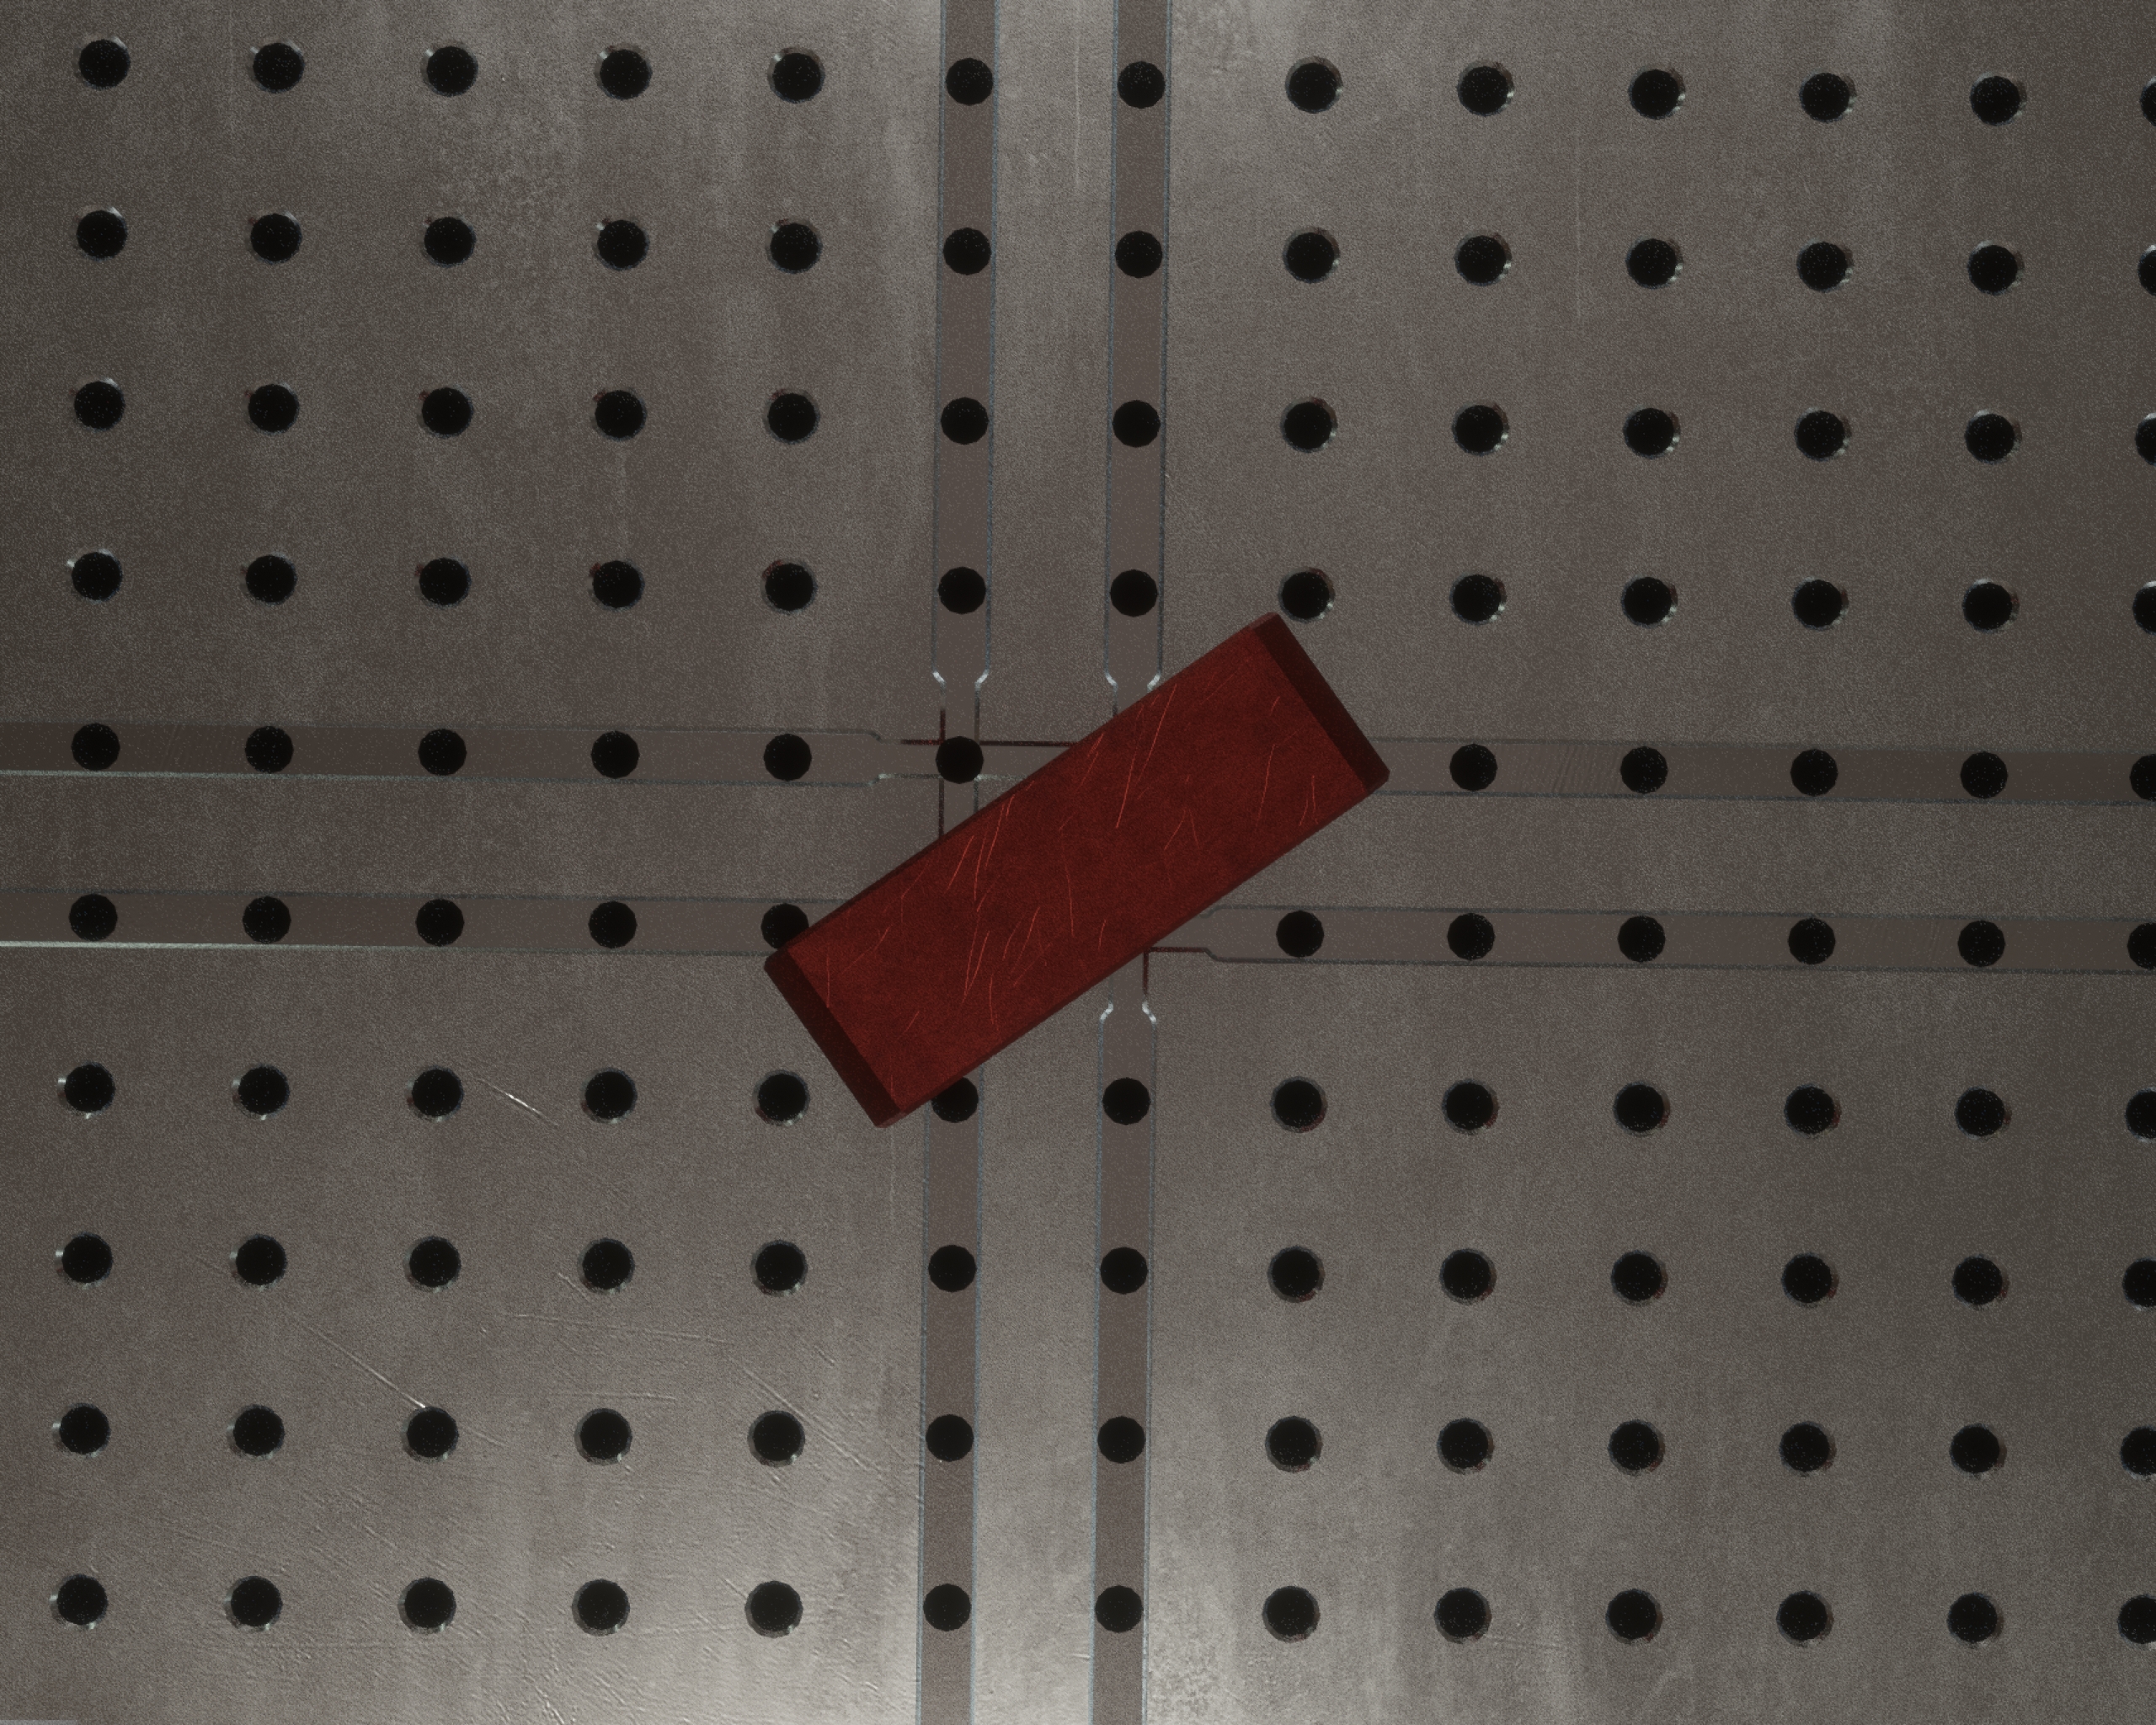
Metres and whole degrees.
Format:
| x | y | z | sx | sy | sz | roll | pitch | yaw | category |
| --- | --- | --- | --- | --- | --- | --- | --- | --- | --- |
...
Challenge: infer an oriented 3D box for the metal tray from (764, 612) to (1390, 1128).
| x | y | z | sx | sy | sz | roll | pitch | yaw | category |
| --- | --- | --- | --- | --- | --- | --- | --- | --- | --- |
| 0.000 | 0.001 | 0.361 | 0.090 | 0.130 | 0.030 | -35 | 90 | 0 | metal tray |
